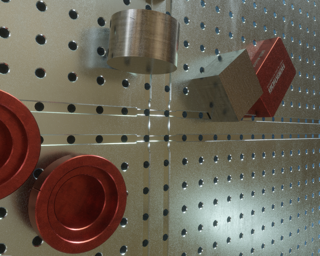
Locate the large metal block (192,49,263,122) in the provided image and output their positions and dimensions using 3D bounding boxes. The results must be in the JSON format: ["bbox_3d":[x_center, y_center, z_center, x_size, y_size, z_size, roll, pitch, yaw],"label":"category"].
[{"bbox_3d":[0.108,-0.065,0.483,0.080,0.050,0.080,-44,117,-31],"label":"large metal block"}]

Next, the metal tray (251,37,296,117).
[{"bbox_3d":[0.202,-0.094,0.575,0.090,0.030,0.130,51,60,-28],"label":"metal tray"}]

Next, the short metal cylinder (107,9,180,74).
[{"bbox_3d":[-0.019,-0.096,0.357,0.081,0.080,0.050,7,86,-40],"label":"short metal cylinder"}]

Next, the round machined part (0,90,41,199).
[{"bbox_3d":[-0.159,0.014,0.265,0.099,0.042,0.097,0,90,-40],"label":"round machined part"}]

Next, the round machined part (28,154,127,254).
[{"bbox_3d":[-0.088,0.075,0.325,0.099,0.042,0.097,0,90,-40],"label":"round machined part"}]
